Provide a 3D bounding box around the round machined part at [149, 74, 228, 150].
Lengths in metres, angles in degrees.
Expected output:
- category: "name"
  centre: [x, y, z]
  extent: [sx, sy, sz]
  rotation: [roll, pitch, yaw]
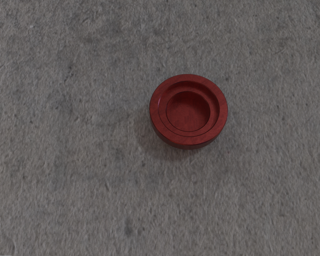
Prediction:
- category: "round machined part"
  centre: [0.036, -0.018, 0.406]
  extent: [0.099, 0.042, 0.098]
  rotation: [0, 70, -1]
